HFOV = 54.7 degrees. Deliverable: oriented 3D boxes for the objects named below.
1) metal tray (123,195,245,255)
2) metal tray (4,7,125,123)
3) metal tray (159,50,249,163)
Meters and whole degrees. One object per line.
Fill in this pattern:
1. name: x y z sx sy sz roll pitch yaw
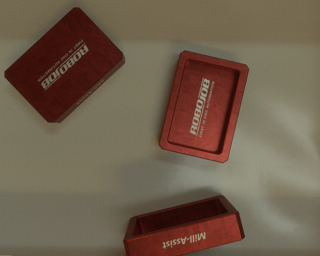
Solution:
1. metal tray: 0.026 0.121 0.379 0.131 0.090 0.030 -14 90 0
2. metal tray: -0.123 -0.080 0.408 0.130 0.030 0.090 -43 90 0
3. metal tray: 0.056 -0.027 0.409 0.091 0.030 0.129 13 90 0
